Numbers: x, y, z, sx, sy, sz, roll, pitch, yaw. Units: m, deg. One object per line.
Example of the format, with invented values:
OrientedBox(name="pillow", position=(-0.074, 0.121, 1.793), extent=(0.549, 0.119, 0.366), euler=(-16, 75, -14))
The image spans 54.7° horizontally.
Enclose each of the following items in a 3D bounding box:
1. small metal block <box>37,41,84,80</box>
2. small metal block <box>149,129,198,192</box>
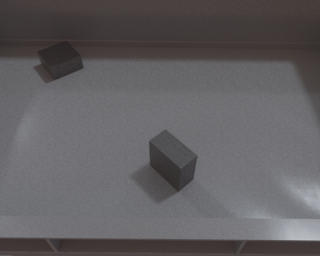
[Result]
OrientedBox(name="small metal block", position=(-0.159, -0.109, 0.494), extent=(0.050, 0.025, 0.050), euler=(-30, 56, -23))
OrientedBox(name="small metal block", position=(0.014, 0.038, 0.357), extent=(0.025, 0.050, 0.050), euler=(-35, 59, -26))
